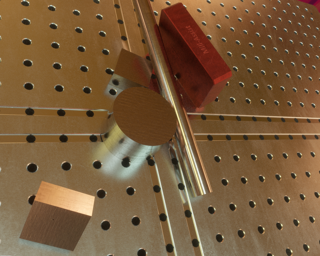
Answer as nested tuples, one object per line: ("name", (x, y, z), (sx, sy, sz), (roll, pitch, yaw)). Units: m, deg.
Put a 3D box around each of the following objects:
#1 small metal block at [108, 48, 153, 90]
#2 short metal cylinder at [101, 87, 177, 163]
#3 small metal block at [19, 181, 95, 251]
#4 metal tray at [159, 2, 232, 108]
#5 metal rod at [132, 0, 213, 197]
("small metal block", (-0.040, -0.077, 0.435), (0.050, 0.025, 0.050), (21, 54, -16))
("short metal cylinder", (-0.027, -0.003, 0.381), (0.081, 0.050, 0.080), (14, 56, -21))
("small metal block", (-0.095, 0.083, 0.288), (0.050, 0.050, 0.025), (21, 26, -16))
("metal tray", (0.043, -0.102, 0.450), (0.030, 0.090, 0.130), (-29, 77, -16))
("metal rod", (0.012, -0.055, 0.426), (0.025, 0.025, 0.299), (-8, 73, -32))
